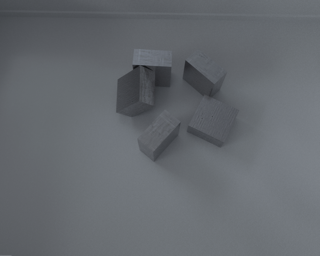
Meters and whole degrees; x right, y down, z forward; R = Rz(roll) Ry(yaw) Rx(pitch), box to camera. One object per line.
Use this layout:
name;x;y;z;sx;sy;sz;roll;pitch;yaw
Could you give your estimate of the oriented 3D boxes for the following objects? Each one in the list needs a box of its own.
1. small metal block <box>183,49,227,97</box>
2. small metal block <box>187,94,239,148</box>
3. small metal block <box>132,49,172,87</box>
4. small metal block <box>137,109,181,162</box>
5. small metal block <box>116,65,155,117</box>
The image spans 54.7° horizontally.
small metal block;0.060;-0.072;0.423;0.050;0.050;0.025;43;76;13
small metal block;0.070;-0.009;0.414;0.050;0.025;0.050;26;72;9
small metal block;-0.010;-0.082;0.425;0.050;0.050;0.025;3;67;1
small metal block;-0.001;0.011;0.392;0.025;0.050;0.050;39;75;13
small metal block;-0.032;-0.047;0.411;0.025;0.050;0.050;17;64;-39
